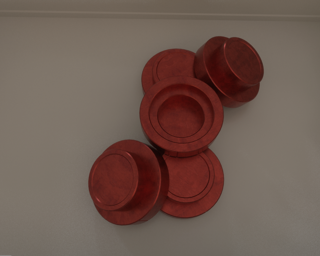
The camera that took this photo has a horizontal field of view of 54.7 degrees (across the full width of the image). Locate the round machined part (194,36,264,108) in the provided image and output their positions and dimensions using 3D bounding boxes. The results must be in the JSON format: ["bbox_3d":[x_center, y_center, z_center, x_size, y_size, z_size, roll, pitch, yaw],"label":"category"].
[{"bbox_3d":[0.097,-0.079,0.406,0.099,0.042,0.098,13,64,-28],"label":"round machined part"}]

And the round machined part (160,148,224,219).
[{"bbox_3d":[0.029,0.059,0.377,0.099,0.042,0.098,0,70,-1],"label":"round machined part"}]

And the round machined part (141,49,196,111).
[{"bbox_3d":[0.024,-0.068,0.424,0.099,0.042,0.098,0,70,-1],"label":"round machined part"}]

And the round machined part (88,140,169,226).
[{"bbox_3d":[-0.042,0.061,0.354,0.098,0.042,0.098,-9,72,28],"label":"round machined part"}]

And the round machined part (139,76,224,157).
[{"bbox_3d":[0.025,-0.011,0.380,0.099,0.042,0.098,0,70,-1],"label":"round machined part"}]
